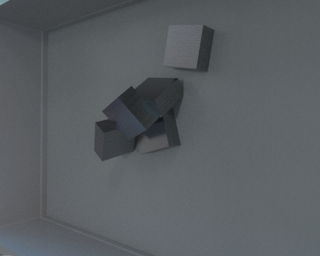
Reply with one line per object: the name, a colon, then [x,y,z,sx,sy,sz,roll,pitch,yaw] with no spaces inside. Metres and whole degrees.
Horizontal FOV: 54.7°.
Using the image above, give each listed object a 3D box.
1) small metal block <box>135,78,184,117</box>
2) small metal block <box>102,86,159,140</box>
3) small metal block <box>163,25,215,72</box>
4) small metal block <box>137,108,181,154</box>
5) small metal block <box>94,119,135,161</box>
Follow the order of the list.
small metal block: [-0.007,-0.040,0.393,0.050,0.050,0.025,9,132,39]
small metal block: [-0.037,-0.017,0.382,0.050,0.025,0.050,49,145,-9]
small metal block: [0.035,-0.097,0.378,0.050,0.025,0.050,14,99,39]
small metal block: [-0.004,0.004,0.411,0.050,0.025,0.050,-18,78,38]
small metal block: [-0.062,0.013,0.431,0.025,0.050,0.050,44,137,37]
